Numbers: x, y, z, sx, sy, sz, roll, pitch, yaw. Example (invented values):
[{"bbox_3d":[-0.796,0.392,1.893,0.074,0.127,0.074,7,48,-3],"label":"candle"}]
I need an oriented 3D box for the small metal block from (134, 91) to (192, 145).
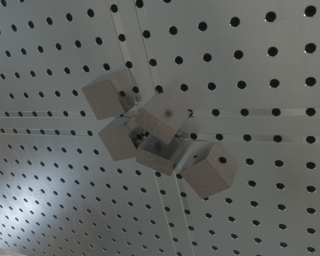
[{"bbox_3d":[0.004,-0.014,0.383,0.050,0.050,0.025,35,129,5],"label":"small metal block"}]

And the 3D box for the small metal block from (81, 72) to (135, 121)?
[{"bbox_3d":[-0.071,-0.042,0.421,0.050,0.025,0.050,-12,113,32],"label":"small metal block"}]

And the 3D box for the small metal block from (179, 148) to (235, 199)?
[{"bbox_3d":[0.063,0.062,0.415,0.050,0.025,0.050,-35,99,38],"label":"small metal block"}]

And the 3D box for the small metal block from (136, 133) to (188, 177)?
[{"bbox_3d":[0.003,0.031,0.412,0.050,0.050,0.025,22,126,15],"label":"small metal block"}]

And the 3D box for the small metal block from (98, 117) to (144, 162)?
[{"bbox_3d":[-0.054,0.017,0.449,0.050,0.025,0.050,-15,111,34],"label":"small metal block"}]
